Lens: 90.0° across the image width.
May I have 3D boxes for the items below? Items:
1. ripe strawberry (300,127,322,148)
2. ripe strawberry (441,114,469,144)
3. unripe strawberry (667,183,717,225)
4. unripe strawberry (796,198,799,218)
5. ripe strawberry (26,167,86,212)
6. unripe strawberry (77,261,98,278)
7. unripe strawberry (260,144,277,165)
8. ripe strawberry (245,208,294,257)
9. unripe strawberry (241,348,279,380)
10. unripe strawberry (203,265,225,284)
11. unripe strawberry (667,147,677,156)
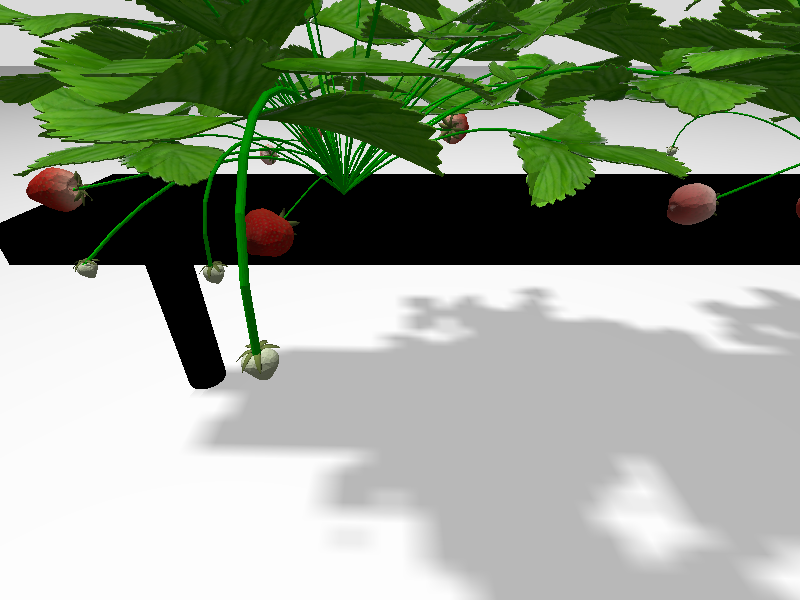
[{"bbox_3d":[-0.114,-0.209,0.515,0.029,0.030,0.031,-10,1,-15],"label":"ripe strawberry"},{"bbox_3d":[0.075,-0.231,0.534,0.037,0.042,0.040,16,35,24],"label":"ripe strawberry"},{"bbox_3d":[0.206,-0.067,0.286,0.030,0.030,0.028,-11,34,-17],"label":"unripe strawberry"},{"bbox_3d":[0.294,-0.063,0.276,0.029,0.029,0.032,-23,38,-31],"label":"unripe strawberry"},{"bbox_3d":[-0.268,-0.085,0.311,0.035,0.034,0.032,-6,32,-9],"label":"ripe strawberry"},{"bbox_3d":[-0.173,-0.017,0.222,0.011,0.010,0.010,23,39,32],"label":"unripe strawberry"},{"bbox_3d":[-0.145,-0.159,0.438,0.018,0.021,0.020,-25,33,-34],"label":"unripe strawberry"},{"bbox_3d":[-0.081,-0.039,0.237,0.032,0.027,0.032,7,33,12],"label":"ripe strawberry"},{"bbox_3d":[-0.043,0.020,0.125,0.011,0.011,0.010,-1,32,-1],"label":"unripe strawberry"},{"bbox_3d":[-0.089,-0.013,0.193,0.009,0.010,0.010,7,33,11],"label":"unripe strawberry"},{"bbox_3d":[0.303,-0.166,0.446,0.009,0.010,0.010,-24,39,-33],"label":"unripe strawberry"}]
